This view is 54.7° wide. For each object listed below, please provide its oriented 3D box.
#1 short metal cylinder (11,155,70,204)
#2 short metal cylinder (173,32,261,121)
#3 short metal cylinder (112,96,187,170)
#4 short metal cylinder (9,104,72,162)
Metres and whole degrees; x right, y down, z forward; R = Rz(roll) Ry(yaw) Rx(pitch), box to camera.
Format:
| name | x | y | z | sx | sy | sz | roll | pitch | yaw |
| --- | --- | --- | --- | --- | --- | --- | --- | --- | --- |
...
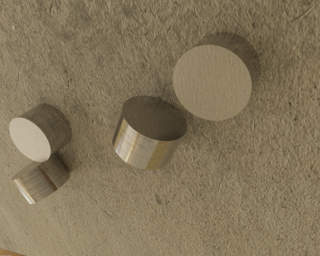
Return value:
| name | x | y | z | sx | sy | sz | roll | pitch | yaw |
| --- | --- | --- | --- | --- | --- | --- | --- | --- | --- |
| short metal cylinder | -0.203 | 0.084 | 0.530 | 0.080 | 0.080 | 0.050 | -20 | 108 | 36 |
| short metal cylinder | 0.060 | -0.054 | 0.325 | 0.080 | 0.050 | 0.079 | 13 | 124 | 21 |
| short metal cylinder | -0.013 | 0.005 | 0.381 | 0.080 | 0.080 | 0.050 | 31 | 128 | 8 |
| short metal cylinder | -0.190 | 0.007 | 0.496 | 0.080 | 0.050 | 0.079 | 13 | 124 | 21 |
